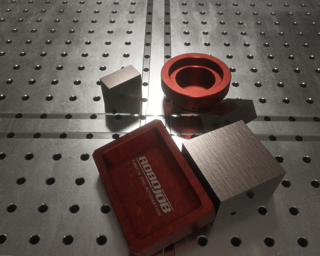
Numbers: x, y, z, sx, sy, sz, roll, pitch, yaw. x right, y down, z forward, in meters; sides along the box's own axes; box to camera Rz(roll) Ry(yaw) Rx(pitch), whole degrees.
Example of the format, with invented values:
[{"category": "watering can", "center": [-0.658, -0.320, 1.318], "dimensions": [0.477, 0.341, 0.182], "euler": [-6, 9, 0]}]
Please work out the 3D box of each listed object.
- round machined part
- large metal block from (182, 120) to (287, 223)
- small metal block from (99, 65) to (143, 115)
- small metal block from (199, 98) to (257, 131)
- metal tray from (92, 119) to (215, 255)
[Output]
[{"category": "round machined part", "center": [0.051, -0.063, 0.449], "dimensions": [0.099, 0.042, 0.098], "euler": [0, 48, 1]}, {"category": "large metal block", "center": [0.078, 0.047, 0.353], "dimensions": [0.081, 0.050, 0.080], "euler": [-20, 53, -16]}, {"category": "small metal block", "center": [-0.053, -0.054, 0.436], "dimensions": [0.050, 0.050, 0.025], "euler": [-30, 56, -23]}, {"category": "small metal block", "center": [0.089, -0.017, 0.407], "dimensions": [0.050, 0.025, 0.050], "euler": [-27, 19, -22]}, {"category": "metal tray", "center": [-0.010, 0.060, 0.340], "dimensions": [0.090, 0.030, 0.130], "euler": [-28, 54, -6]}]
